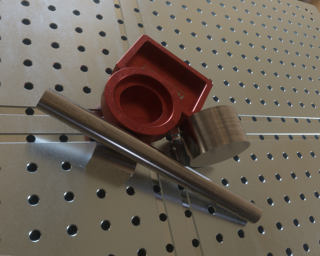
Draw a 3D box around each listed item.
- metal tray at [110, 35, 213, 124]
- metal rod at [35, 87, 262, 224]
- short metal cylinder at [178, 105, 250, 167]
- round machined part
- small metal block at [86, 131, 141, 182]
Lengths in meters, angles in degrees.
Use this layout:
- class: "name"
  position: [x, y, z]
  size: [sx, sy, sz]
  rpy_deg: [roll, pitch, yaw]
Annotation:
- class: "metal tray"
  position: [0.006, -0.068, 0.450]
  size: [0.130, 0.030, 0.090]
  rpy_deg: [34, 51, -6]
- class: "metal rod"
  position: [0.004, 0.042, 0.360]
  size: [0.301, 0.025, 0.025]
  rpy_deg: [31, 51, -20]
- class: "short metal cylinder"
  position: [0.069, 0.012, 0.403]
  size: [0.081, 0.080, 0.050]
  rpy_deg: [-4, 64, -30]
- class: "round machined part"
  position: [-0.026, -0.025, 0.389]
  size: [0.099, 0.042, 0.098]
  rpy_deg: [12, 57, -19]
- class: "small metal block"
  position: [-0.052, 0.028, 0.364]
  size: [0.050, 0.025, 0.050]
  rpy_deg: [25, 53, -13]
